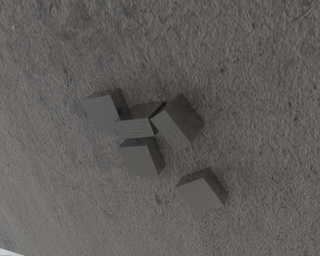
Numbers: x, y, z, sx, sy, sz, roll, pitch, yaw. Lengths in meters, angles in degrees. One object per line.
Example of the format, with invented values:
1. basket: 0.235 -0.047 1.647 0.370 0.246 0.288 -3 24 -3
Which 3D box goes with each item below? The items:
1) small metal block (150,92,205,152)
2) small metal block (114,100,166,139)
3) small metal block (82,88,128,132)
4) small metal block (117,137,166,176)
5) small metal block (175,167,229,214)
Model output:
1. small metal block: 0.023 -0.008 0.374 0.025 0.050 0.050 -32 101 38
2. small metal block: -0.021 -0.011 0.395 0.050 0.050 0.025 -5 116 30
3. small metal block: -0.072 -0.025 0.430 0.050 0.025 0.050 -7 115 31
4. small metal block: -0.026 0.041 0.446 0.050 0.025 0.050 -6 116 31
5. small metal block: 0.058 0.088 0.430 0.050 0.025 0.050 -28 103 37
